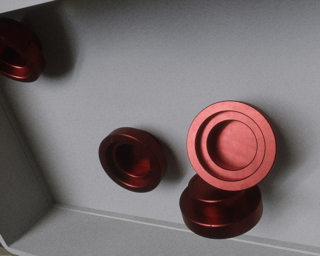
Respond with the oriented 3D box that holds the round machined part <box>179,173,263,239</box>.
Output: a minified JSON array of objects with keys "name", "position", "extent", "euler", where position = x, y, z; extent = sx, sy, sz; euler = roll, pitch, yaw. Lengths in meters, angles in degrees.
[{"name":"round machined part","position":[0.071,0.082,0.375],"extent":[0.098,0.098,0.042],"euler":[-1,118,28]}]

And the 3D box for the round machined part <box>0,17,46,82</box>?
[{"name":"round machined part","position":[-0.201,-0.109,0.420],"extent":[0.098,0.042,0.098],"euler":[15,152,9]}]

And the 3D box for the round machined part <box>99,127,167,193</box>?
[{"name":"round machined part","position":[-0.034,0.041,0.441],"extent":[0.098,0.042,0.097],"euler":[13,124,21]}]

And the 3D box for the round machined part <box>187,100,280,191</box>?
[{"name":"round machined part","position":[0.083,0.018,0.349],"extent":[0.098,0.042,0.097],"euler":[2,93,29]}]
